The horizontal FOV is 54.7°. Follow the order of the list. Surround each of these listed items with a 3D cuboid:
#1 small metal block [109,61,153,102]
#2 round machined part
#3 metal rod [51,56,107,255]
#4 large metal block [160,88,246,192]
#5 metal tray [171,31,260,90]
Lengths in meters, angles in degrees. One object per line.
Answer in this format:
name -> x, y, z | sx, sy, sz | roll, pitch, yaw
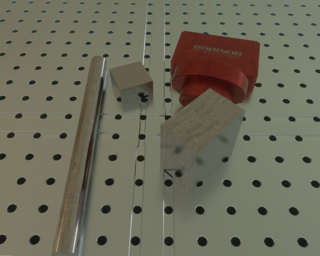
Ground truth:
small metal block -> -0.043, -0.071, 0.466 | 0.050, 0.025, 0.050 | -18, 53, -15
round machined part -> 0.062, -0.048, 0.408 | 0.098, 0.098, 0.042 | 12, 76, 10
metal rod -> -0.095, 0.010, 0.398 | 0.025, 0.025, 0.300 | 0, 50, -1
large metal block -> 0.047, 0.014, 0.360 | 0.080, 0.080, 0.050 | -37, 60, -27
metal tray -> 0.090, -0.111, 0.499 | 0.131, 0.030, 0.090 | 11, 51, 8
